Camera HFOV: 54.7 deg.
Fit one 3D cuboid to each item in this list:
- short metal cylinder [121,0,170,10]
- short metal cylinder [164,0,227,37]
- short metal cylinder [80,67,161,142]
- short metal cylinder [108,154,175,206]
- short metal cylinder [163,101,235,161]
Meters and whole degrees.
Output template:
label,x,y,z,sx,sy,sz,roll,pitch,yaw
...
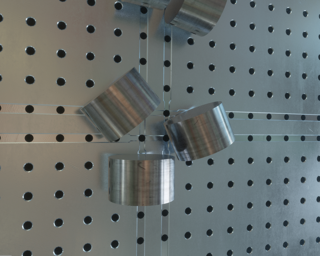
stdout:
label,x,y,z,sx,sy,sz,roll,pitch,yaw
short metal cylinder,-0.015,-0.191,0.379,0.050,0.080,0.080,5,88,-20
short metal cylinder,0.046,-0.166,0.401,0.050,0.080,0.080,15,85,-20
short metal cylinder,-0.046,-0.028,0.367,0.080,0.080,0.050,-42,104,-15
short metal cylinder,-0.022,0.060,0.376,0.081,0.080,0.050,0,90,-20
short metal cylinder,0.051,0.003,0.404,0.081,0.080,0.050,-25,99,-19
